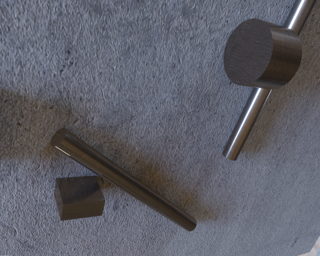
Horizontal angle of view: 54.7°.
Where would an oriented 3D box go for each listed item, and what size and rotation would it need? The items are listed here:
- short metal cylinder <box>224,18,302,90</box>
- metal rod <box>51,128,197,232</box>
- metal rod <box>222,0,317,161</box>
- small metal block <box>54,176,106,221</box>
[{"bbox_3d":[0.126,-0.090,0.386,0.050,0.080,0.079,3,117,-30],"label":"short metal cylinder"},{"bbox_3d":[-0.031,0.090,0.446,0.025,0.025,0.300,-45,130,2],"label":"metal rod"},{"bbox_3d":[0.161,-0.084,0.445,0.025,0.025,0.298,7,115,-32],"label":"metal rod"},{"bbox_3d":[-0.102,0.087,0.390,0.050,0.050,0.025,1,118,-29],"label":"small metal block"}]
